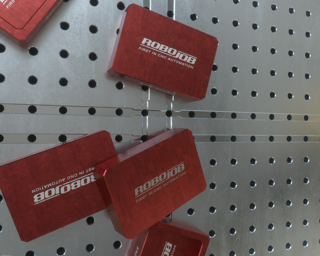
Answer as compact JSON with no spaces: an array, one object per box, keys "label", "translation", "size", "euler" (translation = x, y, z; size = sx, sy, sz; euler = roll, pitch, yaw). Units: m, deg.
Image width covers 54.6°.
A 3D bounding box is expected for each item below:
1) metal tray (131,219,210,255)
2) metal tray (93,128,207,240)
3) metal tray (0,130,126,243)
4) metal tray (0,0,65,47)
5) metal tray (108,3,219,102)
[{"label":"metal tray","translation":[0.003,0.191,0.411],"size":[0.090,0.030,0.130],"euler":[22,83,-19]},{"label":"metal tray","translation":[-0.007,0.064,0.387],"size":[0.131,0.030,0.090],"euler":[-25,106,-31]},{"label":"metal tray","translation":[-0.111,0.064,0.369],"size":[0.131,0.030,0.090],"euler":[-20,97,-19]},{"label":"metal tray","translation":[-0.155,-0.171,0.352],"size":[0.090,0.030,0.130],"euler":[37,78,-16]},{"label":"metal tray","translation":[0.006,-0.096,0.412],"size":[0.131,0.030,0.090],"euler":[16,85,-19]}]
